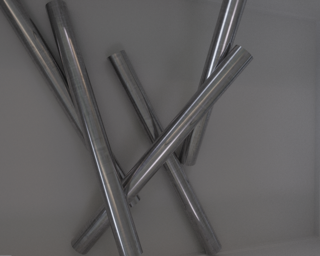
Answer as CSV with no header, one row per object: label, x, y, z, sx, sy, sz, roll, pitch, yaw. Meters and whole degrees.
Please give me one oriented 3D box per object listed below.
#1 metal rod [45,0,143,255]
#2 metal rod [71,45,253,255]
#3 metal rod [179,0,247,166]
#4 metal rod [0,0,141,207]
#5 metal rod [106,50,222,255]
metal rod,-0.077,-0.003,0.350,0.025,0.025,0.299,-16,84,-19
metal rod,-0.002,0.030,0.360,0.025,0.025,0.299,38,96,-16
metal rod,0.069,-0.086,0.363,0.025,0.025,0.298,4,117,-20
metal rod,-0.108,-0.032,0.370,0.025,0.025,0.299,-33,101,-17
metal rod,0.010,0.039,0.414,0.025,0.025,0.299,-30,100,-18
